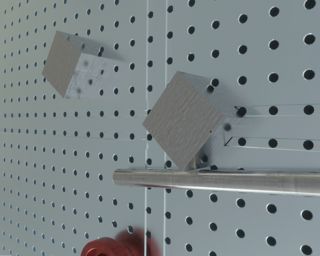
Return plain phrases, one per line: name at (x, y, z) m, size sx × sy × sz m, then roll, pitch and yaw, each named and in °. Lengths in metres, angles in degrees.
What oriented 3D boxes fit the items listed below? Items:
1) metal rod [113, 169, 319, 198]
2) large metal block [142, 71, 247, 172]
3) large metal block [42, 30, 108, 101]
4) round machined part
metal rod at (0.055, 0.061, 0.364) m, size 0.300 × 0.025 × 0.025 m, roll -6°, pitch 87°, yaw 39°
large metal block at (0.038, -0.008, 0.362) m, size 0.080 × 0.050 × 0.080 m, roll 50°, pitch 119°, yaw 28°
large metal block at (-0.142, -0.102, 0.511) m, size 0.080 × 0.050 × 0.080 m, roll 43°, pitch 116°, yaw 31°
round machined part at (-0.072, 0.211, 0.458) m, size 0.098 × 0.042 × 0.097 m, roll 0°, pitch 90°, yaw 40°
